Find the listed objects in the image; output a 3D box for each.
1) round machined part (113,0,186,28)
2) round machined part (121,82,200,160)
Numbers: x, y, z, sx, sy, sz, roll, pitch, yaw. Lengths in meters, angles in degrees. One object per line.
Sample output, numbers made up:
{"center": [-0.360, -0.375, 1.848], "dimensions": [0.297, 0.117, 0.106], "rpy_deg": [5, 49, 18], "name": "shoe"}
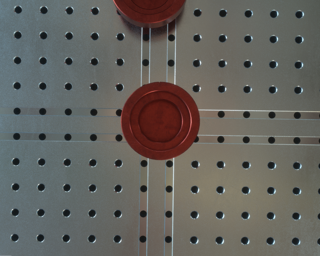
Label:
{"center": [-0.013, -0.179, 0.405], "dimensions": [0.099, 0.042, 0.097], "rpy_deg": [0, 90, 0], "name": "round machined part"}
{"center": [0.001, -0.009, 0.405], "dimensions": [0.099, 0.042, 0.097], "rpy_deg": [0, 90, 0], "name": "round machined part"}
